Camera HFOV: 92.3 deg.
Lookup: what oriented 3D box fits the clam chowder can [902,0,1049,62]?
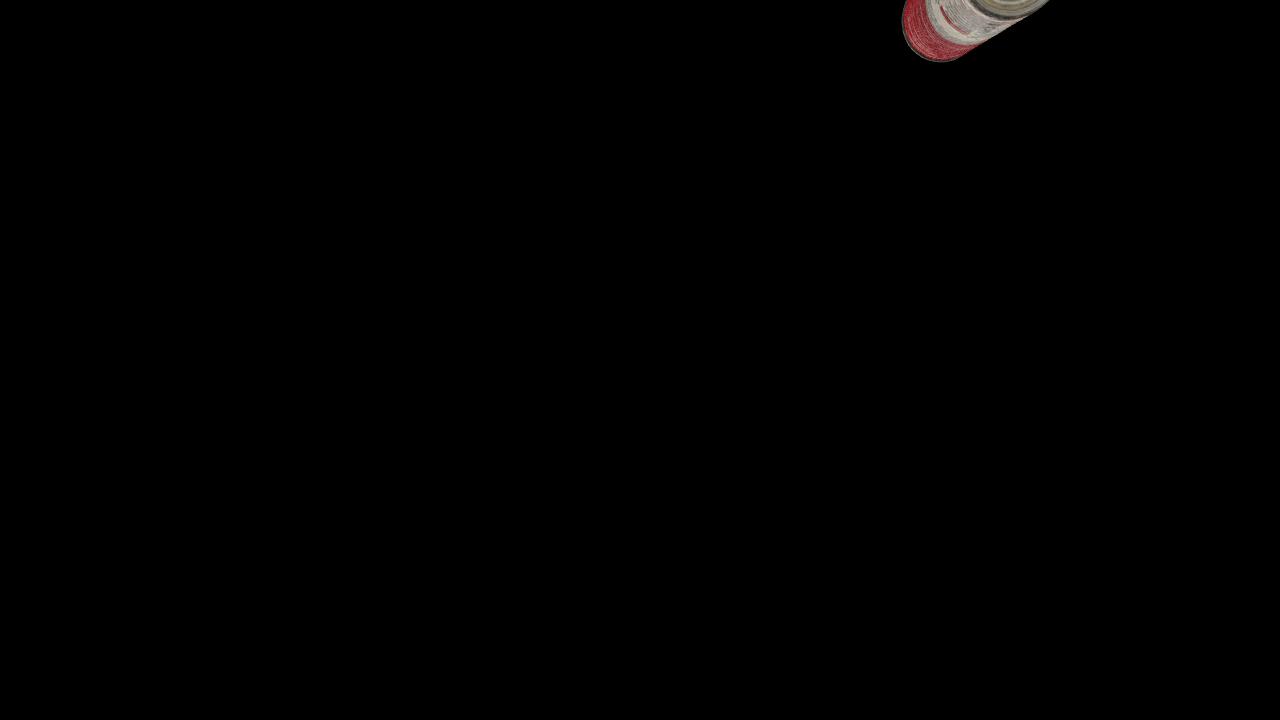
[{"bbox_3d":[0.237,-0.260,0.434,0.068,0.068,0.102,0,12,2],"label":"clam chowder can"}]
